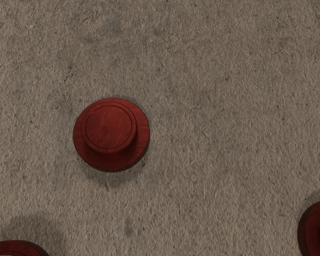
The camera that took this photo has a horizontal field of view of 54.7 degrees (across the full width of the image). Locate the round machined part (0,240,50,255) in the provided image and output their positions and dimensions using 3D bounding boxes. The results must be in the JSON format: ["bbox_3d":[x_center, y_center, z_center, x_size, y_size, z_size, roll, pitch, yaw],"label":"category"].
[{"bbox_3d":[-0.160,0.173,0.334,0.099,0.042,0.098,0,70,-1],"label":"round machined part"}]

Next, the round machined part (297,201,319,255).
[{"bbox_3d":[0.215,0.129,0.355,0.099,0.042,0.098,0,70,-1],"label":"round machined part"}]

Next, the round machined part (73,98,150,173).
[{"bbox_3d":[-0.062,0.005,0.396,0.099,0.042,0.098,0,70,-1],"label":"round machined part"}]
